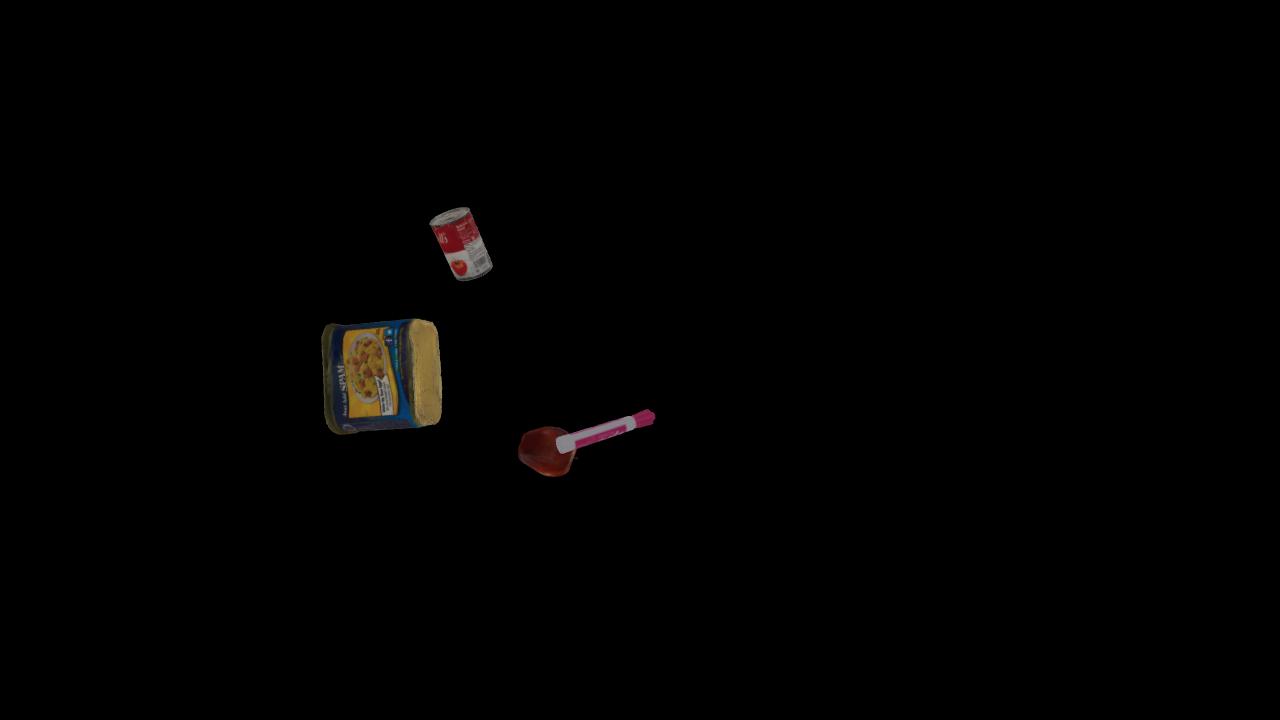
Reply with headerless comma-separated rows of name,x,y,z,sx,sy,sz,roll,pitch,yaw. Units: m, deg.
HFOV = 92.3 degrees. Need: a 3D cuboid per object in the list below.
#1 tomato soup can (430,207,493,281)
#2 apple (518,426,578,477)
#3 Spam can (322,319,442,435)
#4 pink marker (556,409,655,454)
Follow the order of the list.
tomato soup can,-0.288,-0.187,0.998,0.068,0.101,0.068,-12,33,8
apple,-0.141,0.141,0.959,0.093,0.079,0.079,15,-1,-2
Spam can,-0.232,0.014,0.559,0.085,0.101,0.058,-5,-3,9
pink marker,-0.036,0.079,0.690,0.121,0.020,0.020,-15,7,-28
